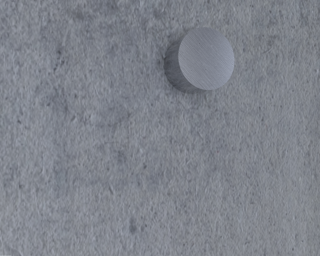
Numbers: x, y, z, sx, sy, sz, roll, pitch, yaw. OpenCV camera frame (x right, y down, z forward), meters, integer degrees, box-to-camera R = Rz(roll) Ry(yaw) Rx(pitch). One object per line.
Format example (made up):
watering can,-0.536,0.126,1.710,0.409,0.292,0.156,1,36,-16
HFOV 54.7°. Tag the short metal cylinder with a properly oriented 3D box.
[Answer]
short metal cylinder,0.052,-0.088,0.416,0.081,0.050,0.079,0,90,-21
